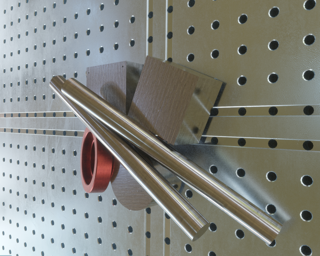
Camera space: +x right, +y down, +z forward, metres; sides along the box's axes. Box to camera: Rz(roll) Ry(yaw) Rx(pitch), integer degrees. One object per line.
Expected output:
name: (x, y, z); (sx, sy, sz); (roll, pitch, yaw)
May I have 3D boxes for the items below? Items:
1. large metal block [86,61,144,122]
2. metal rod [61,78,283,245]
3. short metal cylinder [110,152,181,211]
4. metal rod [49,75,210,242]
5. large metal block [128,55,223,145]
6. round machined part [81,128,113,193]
large metal block: (-0.057, -0.045, 0.431); (0.080, 0.050, 0.079); (1, 91, 40)
metal rod: (-0.002, 0.026, 0.357); (0.300, 0.025, 0.025); (34, 112, 19)
short metal cylinder: (-0.019, 0.062, 0.402); (0.080, 0.050, 0.079); (0, 90, 40)
metal rod: (-0.056, 0.018, 0.383); (0.300, 0.025, 0.025); (41, 115, 31)
large metal block: (0.016, -0.034, 0.374); (0.080, 0.050, 0.079); (31, 109, 35)
round machined part: (-0.083, 0.044, 0.447); (0.098, 0.042, 0.097); (-13, 75, 62)
